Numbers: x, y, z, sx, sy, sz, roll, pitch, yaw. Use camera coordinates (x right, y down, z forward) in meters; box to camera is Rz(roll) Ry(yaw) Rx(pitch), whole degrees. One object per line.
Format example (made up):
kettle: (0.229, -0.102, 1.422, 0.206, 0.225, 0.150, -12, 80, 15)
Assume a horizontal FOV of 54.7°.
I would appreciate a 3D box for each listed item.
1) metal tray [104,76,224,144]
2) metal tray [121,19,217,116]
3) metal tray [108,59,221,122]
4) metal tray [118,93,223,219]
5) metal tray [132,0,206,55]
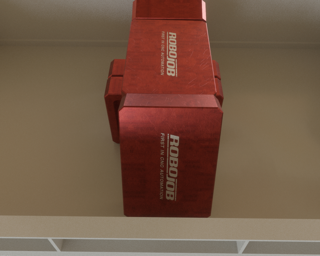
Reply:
metal tray: (0.005, -0.019, 0.378, 0.131, 0.090, 0.030, 1, 50, 0)
metal tray: (0.009, -0.072, 0.343, 0.091, 0.030, 0.130, 1, 50, 0)
metal tray: (0.005, -0.043, 0.397, 0.131, 0.090, 0.030, 1, 50, 0)
metal tray: (0.009, 0.032, 0.306, 0.091, 0.129, 0.030, 1, 28, 0)
metal tray: (0.011, -0.124, 0.438, 0.091, 0.130, 0.030, 1, 71, 0)
